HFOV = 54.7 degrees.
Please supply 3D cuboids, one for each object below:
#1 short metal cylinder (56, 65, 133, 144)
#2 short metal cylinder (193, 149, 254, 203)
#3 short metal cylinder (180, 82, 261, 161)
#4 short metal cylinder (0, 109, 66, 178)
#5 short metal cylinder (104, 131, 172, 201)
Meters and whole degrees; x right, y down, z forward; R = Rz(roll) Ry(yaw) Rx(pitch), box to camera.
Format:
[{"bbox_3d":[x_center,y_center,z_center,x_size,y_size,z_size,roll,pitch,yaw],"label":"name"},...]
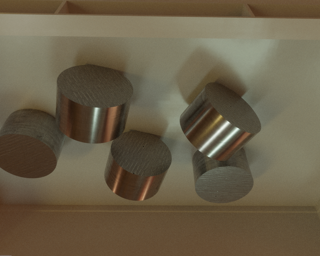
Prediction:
[{"bbox_3d":[-0.074,-0.028,0.348,0.081,0.080,0.050,11,129,-9],"label":"short metal cylinder"},{"bbox_3d":[0.089,0.064,0.448,0.081,0.050,0.079,0,130,0],"label":"short metal cylinder"},{"bbox_3d":[0.071,-0.008,0.367,0.080,0.080,0.050,25,126,-20],"label":"short metal cylinder"},{"bbox_3d":[-0.171,0.021,0.409,0.081,0.050,0.079,0,130,0],"label":"short metal cylinder"},{"bbox_3d":[-0.030,0.049,0.415,0.081,0.080,0.050,12,129,-11],"label":"short metal cylinder"}]
